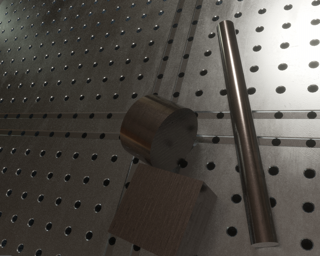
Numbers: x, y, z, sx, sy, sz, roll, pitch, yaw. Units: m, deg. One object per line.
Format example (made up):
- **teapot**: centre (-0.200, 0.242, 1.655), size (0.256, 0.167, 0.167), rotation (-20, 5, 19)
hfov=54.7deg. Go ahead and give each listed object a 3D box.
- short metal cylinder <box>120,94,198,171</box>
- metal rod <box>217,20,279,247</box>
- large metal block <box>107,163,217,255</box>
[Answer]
- **short metal cylinder**: centre (0.000, 0.006, 0.368), size (0.050, 0.080, 0.080), rotation (27, 77, 37)
- **metal rod**: centre (0.096, -0.018, 0.368), size (0.025, 0.025, 0.299), rotation (-14, 56, 20)
- **large metal block**: centre (0.005, 0.092, 0.332), size (0.080, 0.050, 0.080), rotation (12, 67, 32)
